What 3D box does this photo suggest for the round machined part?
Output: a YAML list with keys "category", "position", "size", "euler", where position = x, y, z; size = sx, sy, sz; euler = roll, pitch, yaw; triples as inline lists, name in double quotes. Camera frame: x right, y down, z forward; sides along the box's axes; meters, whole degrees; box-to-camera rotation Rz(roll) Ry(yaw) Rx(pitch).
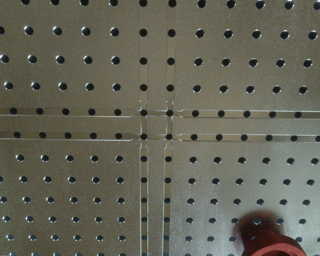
- category: "round machined part"
  position: [0.173, 0.204, 0.481]
  size: [0.099, 0.042, 0.097]
  euler: [0, 110, 0]
